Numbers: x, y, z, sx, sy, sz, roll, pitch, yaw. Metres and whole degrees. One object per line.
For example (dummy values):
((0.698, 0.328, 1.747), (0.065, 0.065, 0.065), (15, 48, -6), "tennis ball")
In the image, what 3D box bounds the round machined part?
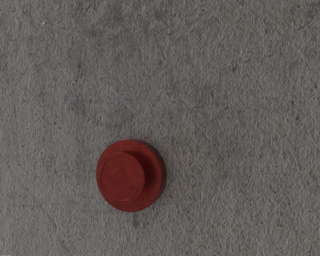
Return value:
((-0.044, 0.065, 0.416), (0.098, 0.042, 0.097), (0, 90, 20), "round machined part")
